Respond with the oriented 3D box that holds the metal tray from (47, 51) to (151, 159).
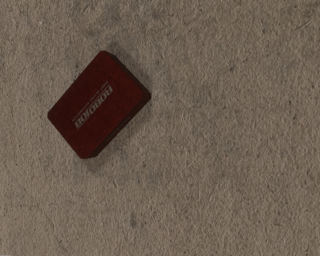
[{"bbox_3d":[-0.087,-0.031,0.436,0.130,0.030,0.090,-46,76,14],"label":"metal tray"}]
